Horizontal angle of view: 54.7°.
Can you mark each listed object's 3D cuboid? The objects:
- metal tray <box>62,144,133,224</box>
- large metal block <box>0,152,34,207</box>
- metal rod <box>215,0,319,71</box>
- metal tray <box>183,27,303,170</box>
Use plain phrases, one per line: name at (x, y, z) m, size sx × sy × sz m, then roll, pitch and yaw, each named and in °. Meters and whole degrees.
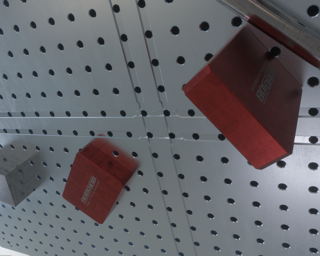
metal tray at (-0.110, 0.098, 0.527) m, size 0.090 × 0.030 × 0.129 m, roll 34°, pitch 129°, yaw 5°
large metal block at (-0.311, 0.101, 0.622) m, size 0.080 × 0.050 × 0.079 m, roll 13°, pitch 124°, yaw 21°
metal rod at (0.109, -0.099, 0.292) m, size 0.301 × 0.025 × 0.025 m, roll 36°, pitch 129°, yaw 4°
metal tray at (0.082, -0.035, 0.278) m, size 0.090 × 0.131 × 0.030 m, roll 46°, pitch 129°, yaw -4°
